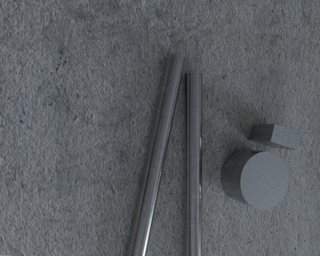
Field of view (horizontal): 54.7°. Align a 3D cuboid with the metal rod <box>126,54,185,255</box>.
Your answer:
[{"bbox_3d":[-0.008,0.051,0.406,0.025,0.025,0.298,13,86,-20],"label":"metal rod"}]

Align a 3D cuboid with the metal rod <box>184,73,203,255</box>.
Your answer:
[{"bbox_3d":[0.045,0.075,0.425,0.025,0.025,0.298,0,90,-20],"label":"metal rod"}]

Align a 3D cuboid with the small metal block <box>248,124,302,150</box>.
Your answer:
[{"bbox_3d":[0.169,0.013,0.458,0.050,0.050,0.025,17,85,-19],"label":"small metal block"}]

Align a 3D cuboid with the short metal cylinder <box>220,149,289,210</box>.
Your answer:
[{"bbox_3d":[0.135,0.072,0.446,0.081,0.050,0.079,0,90,-20],"label":"short metal cylinder"}]
